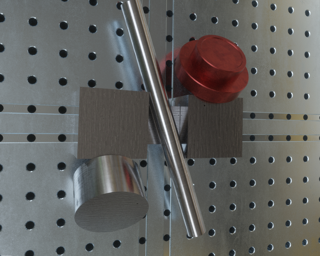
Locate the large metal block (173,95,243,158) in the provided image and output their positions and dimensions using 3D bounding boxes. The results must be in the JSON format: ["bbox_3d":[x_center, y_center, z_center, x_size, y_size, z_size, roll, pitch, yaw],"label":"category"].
[{"bbox_3d":[0.064,-0.001,0.424,0.081,0.050,0.080,1,90,-20],"label":"large metal block"}]

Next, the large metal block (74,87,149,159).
[{"bbox_3d":[-0.060,-0.005,0.378,0.081,0.050,0.080,2,89,-20],"label":"large metal block"}]

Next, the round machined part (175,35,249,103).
[{"bbox_3d":[0.072,-0.083,0.404,0.099,0.042,0.098,10,52,-13],"label":"round machined part"}]

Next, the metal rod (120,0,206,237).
[{"bbox_3d":[0.006,-0.007,0.387,0.025,0.025,0.298,-18,96,-19],"label":"metal rod"}]

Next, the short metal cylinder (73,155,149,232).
[{"bbox_3d":[-0.057,0.076,0.356,0.081,0.050,0.080,-10,135,-9],"label":"short metal cylinder"}]

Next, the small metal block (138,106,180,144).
[{"bbox_3d":[-0.002,-0.004,0.412,0.050,0.025,0.050,1,90,-20],"label":"small metal block"}]
